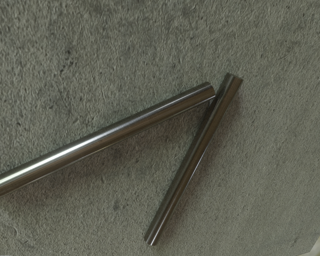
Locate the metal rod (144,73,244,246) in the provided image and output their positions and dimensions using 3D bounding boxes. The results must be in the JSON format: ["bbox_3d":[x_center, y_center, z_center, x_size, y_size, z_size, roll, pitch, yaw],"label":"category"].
[{"bbox_3d":[0.044,0.058,0.468,0.025,0.025,0.298,12,112,-34],"label":"metal rod"}]

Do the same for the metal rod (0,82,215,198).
[{"bbox_3d":[-0.066,0.012,0.379,0.302,0.025,0.025,-25,128,-13],"label":"metal rod"}]
